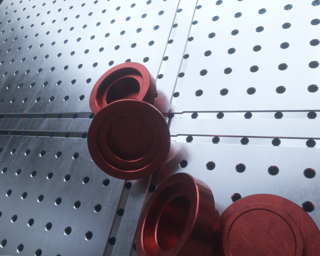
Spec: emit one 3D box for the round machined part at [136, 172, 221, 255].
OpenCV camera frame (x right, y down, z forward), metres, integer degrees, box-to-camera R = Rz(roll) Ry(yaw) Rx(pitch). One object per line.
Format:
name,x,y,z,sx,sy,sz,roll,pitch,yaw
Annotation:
round machined part,0.021,0.097,0.307,0.098,0.042,0.098,-46,25,30

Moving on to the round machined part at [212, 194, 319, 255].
round machined part,0.095,0.107,0.282,0.098,0.042,0.098,-13,56,20

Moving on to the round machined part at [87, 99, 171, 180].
round machined part,-0.037,0.012,0.386,0.098,0.098,0.042,-37,7,3

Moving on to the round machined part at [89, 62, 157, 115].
round machined part,-0.049,-0.044,0.449,0.098,0.042,0.098,-13,56,20
